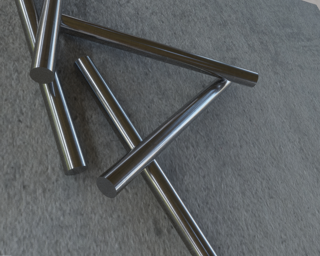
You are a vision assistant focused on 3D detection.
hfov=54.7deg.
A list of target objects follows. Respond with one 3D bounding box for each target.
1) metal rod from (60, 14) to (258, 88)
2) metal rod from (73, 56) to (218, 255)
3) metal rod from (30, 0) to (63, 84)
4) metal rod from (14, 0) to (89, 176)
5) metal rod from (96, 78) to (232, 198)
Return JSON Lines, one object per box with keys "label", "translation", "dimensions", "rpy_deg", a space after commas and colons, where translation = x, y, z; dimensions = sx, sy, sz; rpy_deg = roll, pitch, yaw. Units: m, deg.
{"label": "metal rod", "translation": [0.006, -0.110, 0.455], "dimensions": [0.302, 0.025, 0.025], "rpy_deg": [13, 56, -14]}
{"label": "metal rod", "translation": [-0.020, 0.037, 0.371], "dimensions": [0.025, 0.025, 0.299], "rpy_deg": [-25, 75, -37]}
{"label": "metal rod", "translation": [-0.142, -0.177, 0.414], "dimensions": [0.025, 0.025, 0.299], "rpy_deg": [10, 51, -24]}
{"label": "metal rod", "translation": [-0.143, -0.085, 0.378], "dimensions": [0.025, 0.025, 0.299], "rpy_deg": [-10, 67, -33]}
{"label": "metal rod", "translation": [0.028, -0.011, 0.404], "dimensions": [0.025, 0.025, 0.302], "rpy_deg": [46, 44, 3]}
